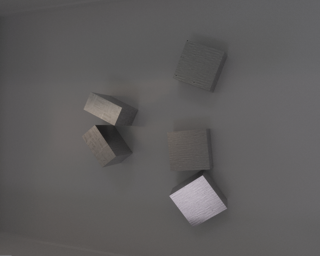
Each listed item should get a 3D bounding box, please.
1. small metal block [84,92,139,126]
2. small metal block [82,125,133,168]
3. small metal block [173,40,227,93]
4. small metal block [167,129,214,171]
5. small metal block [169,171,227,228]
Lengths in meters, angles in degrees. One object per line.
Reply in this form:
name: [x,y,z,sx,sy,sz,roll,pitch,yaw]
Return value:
small metal block: [-0.065,-0.025,0.420,0.050,0.050,0.025,27,99,18]
small metal block: [-0.070,0.023,0.422,0.025,0.050,0.050,-39,78,16]
small metal block: [0.051,-0.077,0.392,0.050,0.025,0.050,23,97,18]
small metal block: [0.039,0.028,0.397,0.050,0.025,0.050,-6,88,20]
small metal block: [0.049,0.087,0.387,0.050,0.025,0.050,-35,93,16]
